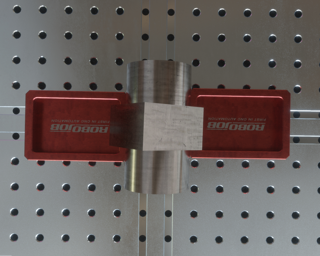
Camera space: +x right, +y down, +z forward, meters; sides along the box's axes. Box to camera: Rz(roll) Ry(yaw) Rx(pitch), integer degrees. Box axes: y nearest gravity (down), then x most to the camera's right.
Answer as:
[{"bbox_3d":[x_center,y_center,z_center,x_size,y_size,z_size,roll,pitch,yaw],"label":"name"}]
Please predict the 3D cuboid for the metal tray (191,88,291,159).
[{"bbox_3d":[0.102,-0.005,0.411,0.131,0.030,0.089,1,90,0],"label":"metal tray"}]

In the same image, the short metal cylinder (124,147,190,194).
[{"bbox_3d":[-0.004,0.049,0.385,0.081,0.080,0.050,2,90,0],"label":"short metal cylinder"}]

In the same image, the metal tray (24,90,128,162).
[{"bbox_3d":[-0.107,-0.003,0.409,0.131,0.030,0.089,1,90,0],"label":"metal tray"}]

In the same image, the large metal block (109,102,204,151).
[{"bbox_3d":[-0.006,-0.001,0.371,0.081,0.080,0.050,2,90,-34],"label":"large metal block"}]

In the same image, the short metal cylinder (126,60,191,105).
[{"bbox_3d":[-0.001,-0.051,0.385,0.081,0.080,0.050,1,90,0],"label":"short metal cylinder"}]
